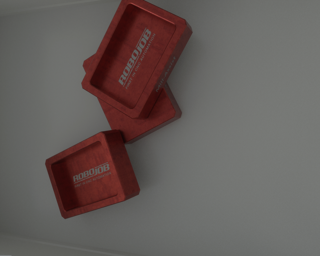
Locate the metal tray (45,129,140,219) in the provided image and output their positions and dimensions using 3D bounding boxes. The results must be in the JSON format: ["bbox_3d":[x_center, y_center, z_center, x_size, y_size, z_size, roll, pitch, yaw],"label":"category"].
[{"bbox_3d":[-0.096,0.065,0.422,0.130,0.030,0.090,-24,82,33],"label":"metal tray"}]

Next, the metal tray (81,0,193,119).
[{"bbox_3d":[-0.030,-0.087,0.385,0.090,0.030,0.129,31,100,17],"label":"metal tray"}]

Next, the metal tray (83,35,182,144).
[{"bbox_3d":[-0.039,-0.053,0.421,0.090,0.030,0.130,-28,81,17],"label":"metal tray"}]
